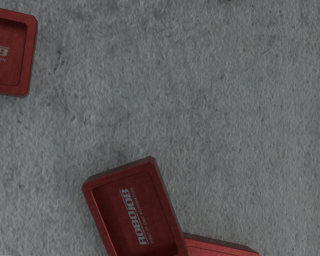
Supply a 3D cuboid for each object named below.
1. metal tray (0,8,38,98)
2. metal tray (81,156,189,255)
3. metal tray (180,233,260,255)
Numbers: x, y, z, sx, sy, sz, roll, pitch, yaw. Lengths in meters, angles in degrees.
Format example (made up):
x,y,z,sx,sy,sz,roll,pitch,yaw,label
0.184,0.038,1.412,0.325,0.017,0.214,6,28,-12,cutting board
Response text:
x,y,z,sx,sy,sz,roll,pitch,yaw,label
-0.205,-0.086,0.330,0.131,0.030,0.089,7,88,-20,metal tray
-0.029,0.110,0.379,0.090,0.030,0.129,-20,97,2,metal tray
0.070,0.204,0.433,0.131,0.030,0.090,19,84,-20,metal tray
